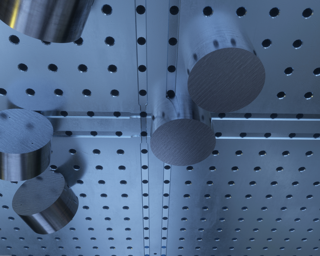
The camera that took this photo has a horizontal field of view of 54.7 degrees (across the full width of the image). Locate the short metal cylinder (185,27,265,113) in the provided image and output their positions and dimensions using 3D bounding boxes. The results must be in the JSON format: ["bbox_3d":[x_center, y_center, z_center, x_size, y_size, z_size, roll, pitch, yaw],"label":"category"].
[{"bbox_3d":[0.069,-0.063,0.342,0.081,0.050,0.079,0,130,0],"label":"short metal cylinder"}]

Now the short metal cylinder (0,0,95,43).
[{"bbox_3d":[-0.100,-0.120,0.272,0.080,0.080,0.050,21,127,-18],"label":"short metal cylinder"}]

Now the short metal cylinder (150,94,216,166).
[{"bbox_3d":[0.028,0.003,0.398,0.081,0.050,0.079,0,130,0],"label":"short metal cylinder"}]

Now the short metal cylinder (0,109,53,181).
[{"bbox_3d":[-0.179,0.020,0.391,0.081,0.080,0.050,12,129,-10],"label":"short metal cylinder"}]

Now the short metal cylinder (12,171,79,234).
[{"bbox_3d":[-0.172,0.112,0.469,0.080,0.080,0.050,-11,129,9],"label":"short metal cylinder"}]
